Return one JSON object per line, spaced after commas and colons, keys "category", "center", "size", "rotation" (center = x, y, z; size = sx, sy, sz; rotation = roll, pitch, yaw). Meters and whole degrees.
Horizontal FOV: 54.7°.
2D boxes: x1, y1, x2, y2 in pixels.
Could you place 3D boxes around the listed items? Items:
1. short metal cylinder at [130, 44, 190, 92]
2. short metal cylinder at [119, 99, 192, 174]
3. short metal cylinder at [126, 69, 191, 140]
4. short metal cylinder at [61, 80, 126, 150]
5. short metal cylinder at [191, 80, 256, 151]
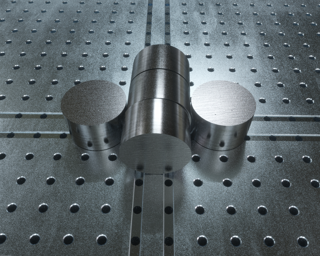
{"category": "short metal cylinder", "center": [0.001, -0.067, 0.427], "size": [0.081, 0.080, 0.050], "rotation": [2, 50, 1]}
{"category": "short metal cylinder", "center": [-0.005, 0.012, 0.362], "size": [0.081, 0.080, 0.050], "rotation": [1, 50, 0]}
{"category": "short metal cylinder", "center": [-0.001, -0.028, 0.395], "size": [0.081, 0.080, 0.050], "rotation": [2, 50, 1]}
{"category": "short metal cylinder", "center": [-0.082, -0.018, 0.404], "size": [0.081, 0.050, 0.080], "rotation": [0, 50, 0]}
{"category": "short metal cylinder", "center": [0.079, -0.017, 0.406], "size": [0.081, 0.050, 0.080], "rotation": [0, 50, 0]}
